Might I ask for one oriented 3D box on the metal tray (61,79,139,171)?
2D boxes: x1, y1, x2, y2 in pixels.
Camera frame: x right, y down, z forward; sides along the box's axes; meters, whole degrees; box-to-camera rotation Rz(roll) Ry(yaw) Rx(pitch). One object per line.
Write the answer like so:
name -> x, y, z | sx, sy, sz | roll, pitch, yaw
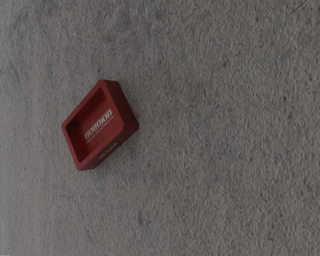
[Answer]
metal tray -> -0.098, -0.002, 0.484 | 0.129, 0.030, 0.090 | -41, 65, 32
